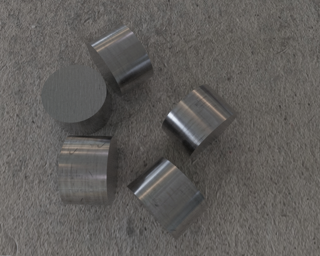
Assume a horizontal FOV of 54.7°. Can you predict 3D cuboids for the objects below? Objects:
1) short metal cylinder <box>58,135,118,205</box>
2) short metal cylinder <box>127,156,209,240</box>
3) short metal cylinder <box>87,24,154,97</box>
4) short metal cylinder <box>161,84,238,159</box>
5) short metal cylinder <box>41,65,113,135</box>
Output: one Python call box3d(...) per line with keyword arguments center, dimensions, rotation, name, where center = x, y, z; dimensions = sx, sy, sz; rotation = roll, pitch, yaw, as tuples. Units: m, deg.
box3d(center=(-0.080, 0.049, 0.360), dimensions=(0.050, 0.080, 0.080), rotation=(1, 70, 0), name="short metal cylinder")
box3d(center=(0.008, 0.078, 0.350), dimensions=(0.050, 0.080, 0.080), rotation=(-42, 75, -14), name="short metal cylinder")
box3d(center=(-0.053, -0.089, 0.411), dimensions=(0.050, 0.080, 0.080), rotation=(-35, 74, -12), name="short metal cylinder")
box3d(center=(0.049, -0.008, 0.382), dimensions=(0.080, 0.080, 0.050), rotation=(-40, 75, -13), name="short metal cylinder")
box3d(center=(-0.106, -0.035, 0.407), dimensions=(0.081, 0.050, 0.080), rotation=(0, 70, 0), name="short metal cylinder")
